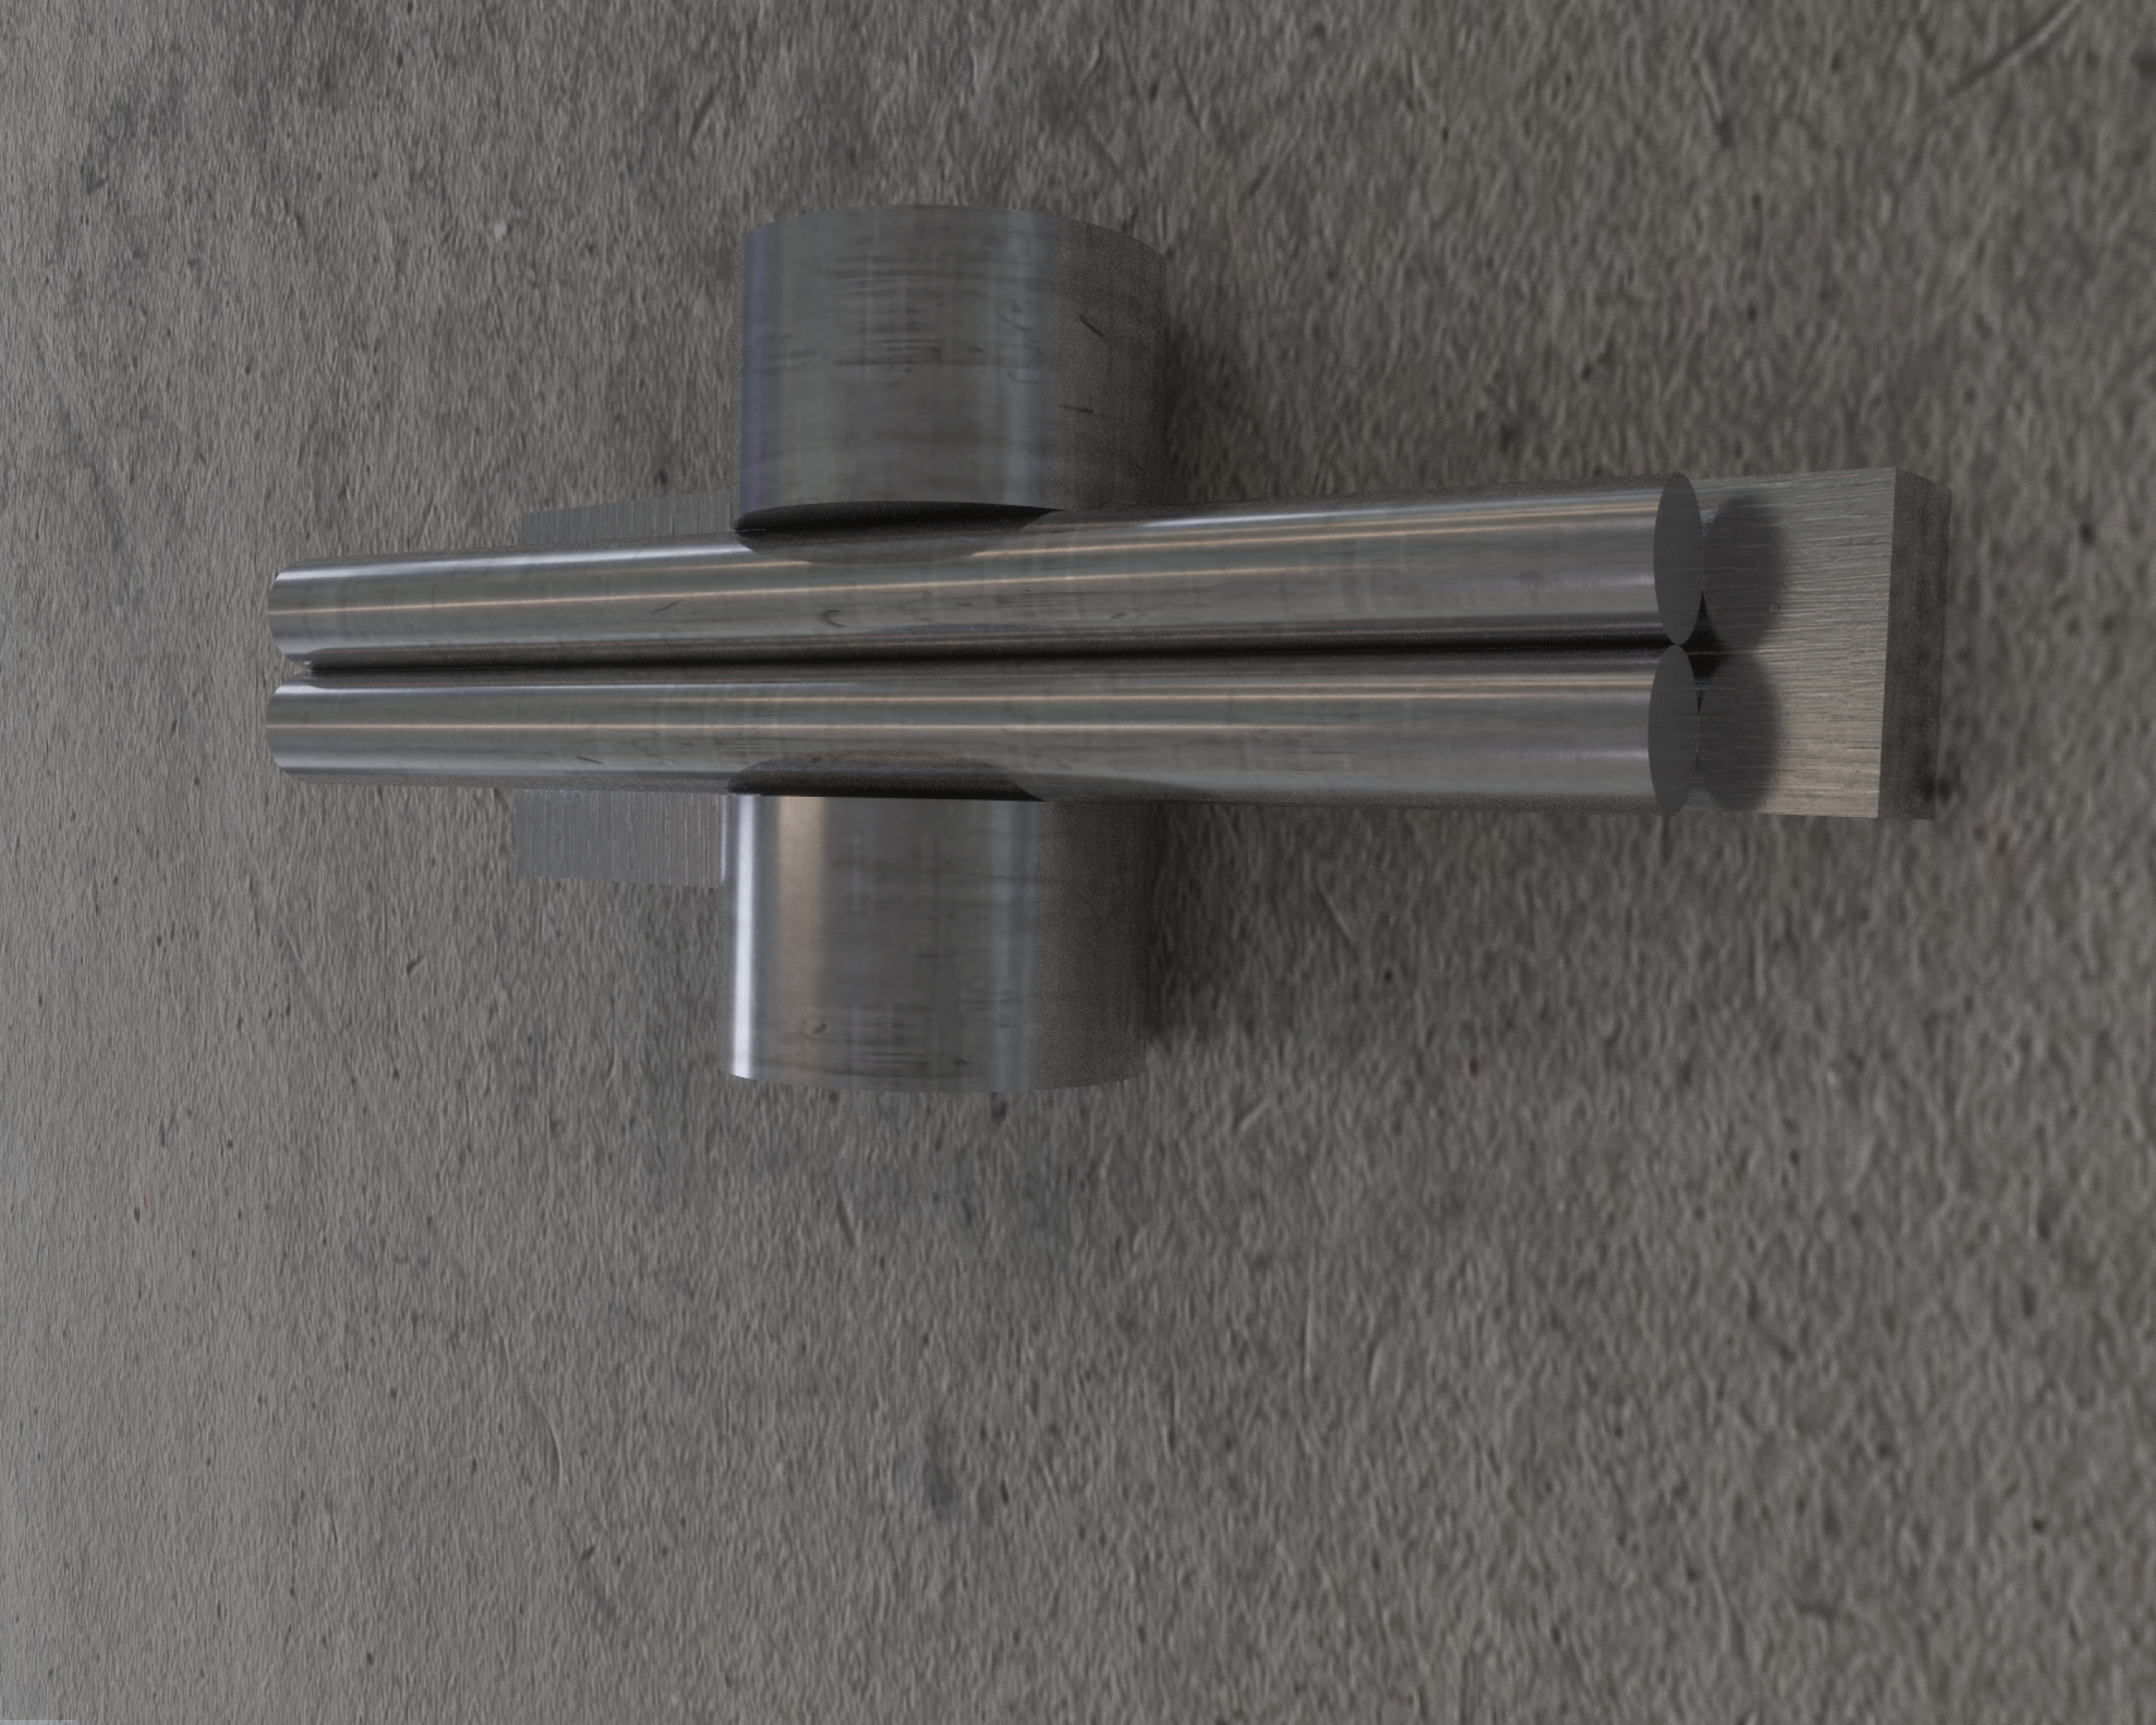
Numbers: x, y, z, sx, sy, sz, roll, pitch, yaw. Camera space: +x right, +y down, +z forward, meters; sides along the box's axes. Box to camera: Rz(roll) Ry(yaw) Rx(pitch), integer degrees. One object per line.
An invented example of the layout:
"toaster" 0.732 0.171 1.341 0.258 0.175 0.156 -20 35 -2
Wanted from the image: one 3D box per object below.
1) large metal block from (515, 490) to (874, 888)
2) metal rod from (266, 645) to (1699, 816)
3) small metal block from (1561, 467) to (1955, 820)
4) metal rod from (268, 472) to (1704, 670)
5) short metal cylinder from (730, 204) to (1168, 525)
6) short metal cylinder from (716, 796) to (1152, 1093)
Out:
"large metal block" -0.076 -0.036 0.453 0.080 0.050 0.079 3 92 40
"metal rod" -0.041 -0.024 0.382 0.300 0.025 0.025 2 92 32
"small metal block" 0.104 -0.033 0.321 0.050 0.025 0.050 4 93 40
"metal rod" -0.040 -0.049 0.381 0.300 0.025 0.025 2 92 32
"short metal cylinder" -0.024 -0.087 0.390 0.080 0.081 0.050 2 92 40
"short metal cylinder" -0.027 0.013 0.393 0.080 0.081 0.050 2 92 40
